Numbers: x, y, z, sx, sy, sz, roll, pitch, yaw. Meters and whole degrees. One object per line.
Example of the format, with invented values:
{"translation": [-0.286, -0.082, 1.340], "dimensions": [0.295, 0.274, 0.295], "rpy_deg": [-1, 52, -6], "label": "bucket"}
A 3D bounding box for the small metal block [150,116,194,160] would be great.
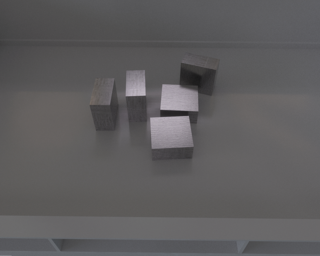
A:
{"translation": [0.014, 0.012, 0.395], "dimensions": [0.050, 0.025, 0.050], "rpy_deg": [-3, 50, -2], "label": "small metal block"}

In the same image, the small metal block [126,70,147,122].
{"translation": [-0.032, -0.044, 0.425], "dimensions": [0.025, 0.050, 0.050], "rpy_deg": [-2, 50, -2], "label": "small metal block"}

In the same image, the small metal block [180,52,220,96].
{"translation": [0.057, -0.079, 0.455], "dimensions": [0.050, 0.050, 0.025], "rpy_deg": [14, 52, 12], "label": "small metal block"}

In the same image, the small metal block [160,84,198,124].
{"translation": [0.027, -0.034, 0.434], "dimensions": [0.050, 0.025, 0.050], "rpy_deg": [3, 50, 2], "label": "small metal block"}

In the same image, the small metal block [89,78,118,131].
{"translation": [-0.073, -0.031, 0.415], "dimensions": [0.025, 0.050, 0.050], "rpy_deg": [1, 50, 1], "label": "small metal block"}
